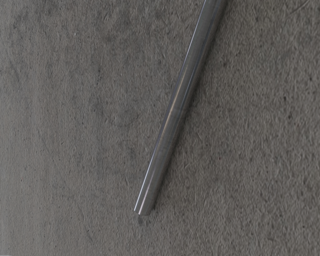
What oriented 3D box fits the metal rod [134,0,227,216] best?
[{"bbox_3d":[0.022,-0.023,0.387,0.025,0.025,0.298,30,109,36],"label":"metal rod"}]
